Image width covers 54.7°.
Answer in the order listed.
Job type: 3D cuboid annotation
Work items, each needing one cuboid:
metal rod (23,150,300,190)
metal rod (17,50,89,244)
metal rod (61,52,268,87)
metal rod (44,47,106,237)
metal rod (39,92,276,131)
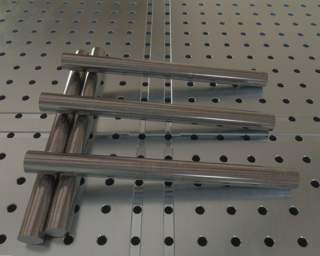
[{"bbox_3d":[0.007,0.048,0.349,0.302,0.025,0.025,4,50,-5],"label":"metal rod"},{"bbox_3d":[-0.128,-0.002,0.407,0.025,0.025,0.300,1,50,0],"label":"metal rod"},{"bbox_3d":[0.010,-0.086,0.461,0.302,0.025,0.025,4,50,-5],"label":"metal rod"},{"bbox_3d":[-0.103,-0.008,0.412,0.025,0.025,0.300,1,50,0],"label":"metal rod"},{"bbox_3d":[0.000,-0.021,0.405,0.302,0.025,0.025,5,50,-4],"label":"metal rod"}]
